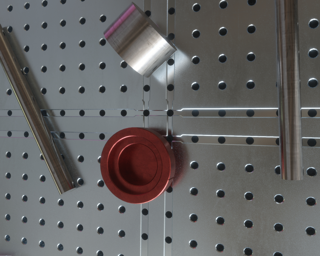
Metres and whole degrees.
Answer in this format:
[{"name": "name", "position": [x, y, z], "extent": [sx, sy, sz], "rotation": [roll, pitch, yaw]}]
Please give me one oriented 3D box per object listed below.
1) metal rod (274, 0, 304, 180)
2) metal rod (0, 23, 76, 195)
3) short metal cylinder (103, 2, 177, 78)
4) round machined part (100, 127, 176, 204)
[{"name": "metal rod", "position": [0.148, -0.091, 0.360], "extent": [0.025, 0.025, 0.298], "rotation": [-2, 89, 20]}, {"name": "metal rod", "position": [-0.205, -0.036, 0.485], "extent": [0.025, 0.025, 0.299], "rotation": [-31, 80, 17]}, {"name": "short metal cylinder", "position": [-0.024, -0.110, 0.392], "extent": [0.050, 0.080, 0.080], "rotation": [-42, 77, 15]}, {"name": "round machined part", "position": [-0.026, 0.048, 0.413], "extent": [0.098, 0.042, 0.097], "rotation": [0, 90, 20]}]
